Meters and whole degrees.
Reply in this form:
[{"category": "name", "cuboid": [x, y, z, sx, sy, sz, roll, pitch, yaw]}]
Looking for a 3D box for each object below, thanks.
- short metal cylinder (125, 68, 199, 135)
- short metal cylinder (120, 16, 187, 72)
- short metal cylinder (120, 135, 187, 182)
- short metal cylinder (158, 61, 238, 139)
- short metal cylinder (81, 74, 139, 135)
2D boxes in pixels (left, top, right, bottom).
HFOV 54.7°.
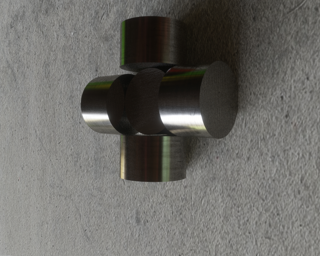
[{"category": "short metal cylinder", "cuboid": [0.002, -0.032, 0.387, 0.080, 0.050, 0.079, 0, 90, 39]}, {"category": "short metal cylinder", "cuboid": [-0.008, -0.097, 0.374, 0.080, 0.081, 0.050, 2, 92, 39]}, {"category": "short metal cylinder", "cuboid": [-0.008, 0.034, 0.375, 0.080, 0.081, 0.050, 1, 90, 39]}, {"category": "short metal cylinder", "cuboid": [0.043, -0.030, 0.334, 0.050, 0.081, 0.079, 3, 92, 40]}, {"category": "short metal cylinder", "cuboid": [-0.058, -0.031, 0.416, 0.050, 0.081, 0.079, 3, 92, 40]}]
